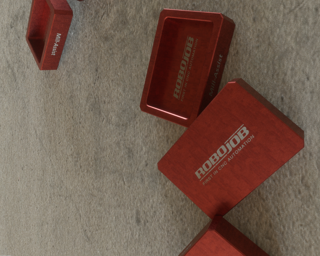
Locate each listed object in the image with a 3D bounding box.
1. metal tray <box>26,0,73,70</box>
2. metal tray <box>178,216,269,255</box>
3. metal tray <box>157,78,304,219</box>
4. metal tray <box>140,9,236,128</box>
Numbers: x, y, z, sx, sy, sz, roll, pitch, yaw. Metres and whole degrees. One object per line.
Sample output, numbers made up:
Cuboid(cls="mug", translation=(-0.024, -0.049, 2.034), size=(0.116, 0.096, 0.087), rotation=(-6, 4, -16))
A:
Cuboid(cls="metal tray", translation=(-0.197, -0.176, 0.540), size=(0.090, 0.030, 0.129), rotation=(59, 137, 23))
Cuboid(cls="metal tray", translation=(0.057, 0.169, 0.334), size=(0.090, 0.030, 0.129), rotation=(39, 115, 10))
Cuboid(cls="metal tray", translation=(0.069, 0.025, 0.324), size=(0.090, 0.030, 0.129), rotation=(43, 118, 7))
Cuboid(cls="metal tray", translation=(0.029, -0.072, 0.375), size=(0.090, 0.030, 0.129), rotation=(22, 103, 37))
